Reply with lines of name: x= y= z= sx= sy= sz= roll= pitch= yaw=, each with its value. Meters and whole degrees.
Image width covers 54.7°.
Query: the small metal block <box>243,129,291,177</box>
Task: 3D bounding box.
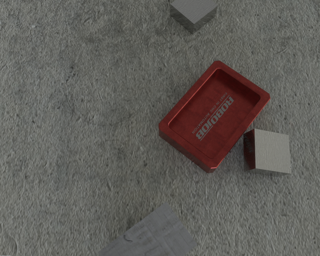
small metal block: x=0.134 y=0.032 z=0.390 sx=0.050 sy=0.025 sz=0.050 roll=10 pitch=69 yaw=-16

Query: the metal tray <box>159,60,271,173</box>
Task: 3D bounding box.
metal tray: x=0.072 y=-0.017 z=0.412 sx=0.090 sy=0.030 sz=0.130 roll=38 pitch=74 yaw=12

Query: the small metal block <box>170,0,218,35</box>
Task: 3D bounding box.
small metal block: x=0.051 y=-0.180 z=0.474 sx=0.050 sy=0.025 sz=0.050 roll=-41 pitch=75 yaw=-14

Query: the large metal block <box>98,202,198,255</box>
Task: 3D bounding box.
large metal block: x=-0.011 y=0.128 z=0.332 sx=0.080 sy=0.080 sz=0.050 roll=-34 pitch=74 yaw=-12
